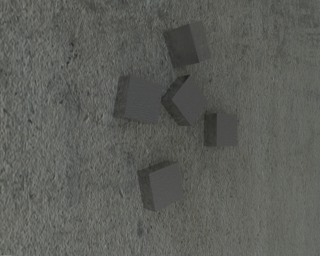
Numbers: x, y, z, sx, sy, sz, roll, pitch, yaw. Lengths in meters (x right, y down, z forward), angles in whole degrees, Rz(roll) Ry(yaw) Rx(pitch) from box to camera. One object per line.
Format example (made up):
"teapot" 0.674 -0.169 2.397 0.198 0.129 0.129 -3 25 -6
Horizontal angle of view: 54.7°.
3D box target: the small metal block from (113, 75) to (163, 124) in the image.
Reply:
"small metal block" -0.027 -0.033 0.382 0.050 0.025 0.050 13 82 -39

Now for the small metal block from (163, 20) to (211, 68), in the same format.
"small metal block" 0.036 -0.112 0.418 0.025 0.050 0.050 -28 108 -36

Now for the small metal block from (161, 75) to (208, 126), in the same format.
"small metal block" 0.034 -0.038 0.433 0.050 0.025 0.050 51 60 -28

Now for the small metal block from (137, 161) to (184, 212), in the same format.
"small metal block" 0.001 0.074 0.406 0.050 0.025 0.050 -16 101 -39

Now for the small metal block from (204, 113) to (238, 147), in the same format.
"small metal block" 0.095 0.003 0.484 0.050 0.025 0.050 1 89 -40
